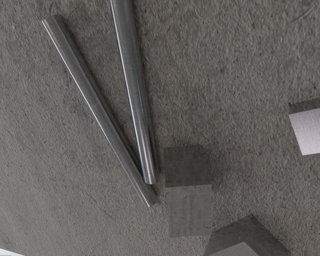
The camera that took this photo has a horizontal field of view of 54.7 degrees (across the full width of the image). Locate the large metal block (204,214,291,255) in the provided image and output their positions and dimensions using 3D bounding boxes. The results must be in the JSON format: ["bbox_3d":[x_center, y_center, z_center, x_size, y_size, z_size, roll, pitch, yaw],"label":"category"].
[{"bbox_3d":[0.122,0.180,0.438,0.080,0.050,0.080,45,129,-3],"label":"large metal block"}]

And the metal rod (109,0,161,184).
[{"bbox_3d":[-0.031,-0.055,0.389,0.025,0.025,0.298,6,121,25],"label":"metal rod"}]

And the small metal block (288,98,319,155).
[{"bbox_3d":[0.166,-0.003,0.317,0.050,0.025,0.050,-14,111,34],"label":"small metal block"}]

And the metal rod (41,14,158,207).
[{"bbox_3d":[-0.077,-0.012,0.439,0.025,0.025,0.299,-14,112,34],"label":"metal rod"}]

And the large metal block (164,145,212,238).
[{"bbox_3d":[0.034,0.078,0.393,0.050,0.080,0.079,-4,120,1],"label":"large metal block"}]
